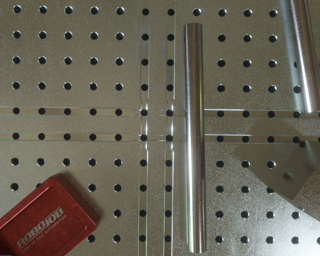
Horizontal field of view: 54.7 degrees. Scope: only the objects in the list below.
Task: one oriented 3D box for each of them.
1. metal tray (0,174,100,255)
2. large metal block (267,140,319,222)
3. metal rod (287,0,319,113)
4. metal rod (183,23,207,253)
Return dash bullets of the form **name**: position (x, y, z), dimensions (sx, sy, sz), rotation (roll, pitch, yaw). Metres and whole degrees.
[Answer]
- **metal tray**: position (-0.158, 0.135, 0.409), dimensions (0.130, 0.030, 0.090), rotation (-40, 90, 0)
- **large metal block**: position (0.192, 0.064, 0.387), dimensions (0.050, 0.080, 0.080), rotation (36, 90, 0)
- **metal rod**: position (0.184, -0.170, 0.414), dimensions (0.025, 0.025, 0.298), rotation (-9, 90, 0)
- **metal rod**: position (0.047, 0.013, 0.413), dimensions (0.025, 0.025, 0.298), rotation (-1, 90, 0)
